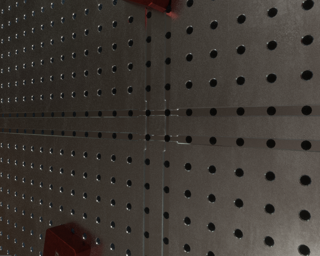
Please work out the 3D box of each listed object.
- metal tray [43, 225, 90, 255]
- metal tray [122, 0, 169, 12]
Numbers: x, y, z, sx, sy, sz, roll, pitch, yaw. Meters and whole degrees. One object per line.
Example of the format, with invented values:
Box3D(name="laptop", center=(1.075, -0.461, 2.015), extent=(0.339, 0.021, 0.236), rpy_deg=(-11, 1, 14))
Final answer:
Box3D(name="metal tray", center=(-0.170, 0.250, 0.543), extent=(0.090, 0.030, 0.129), rpy_deg=(17, 101, 38))
Box3D(name="metal tray", center=(-0.012, -0.232, 0.414), extent=(0.090, 0.030, 0.129), rpy_deg=(31, 109, 35))
